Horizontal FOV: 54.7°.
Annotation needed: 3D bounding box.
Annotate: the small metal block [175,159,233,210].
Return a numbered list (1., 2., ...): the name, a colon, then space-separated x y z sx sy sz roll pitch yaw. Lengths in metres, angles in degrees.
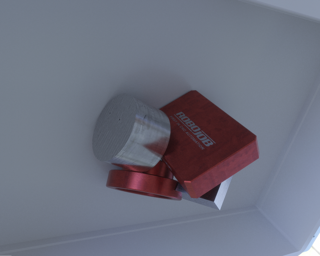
1. small metal block: 0.054 0.065 0.374 0.050 0.050 0.025 -62 142 -24

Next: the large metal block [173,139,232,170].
1. large metal block: 0.058 0.027 0.431 0.081 0.050 0.079 -14 129 -21

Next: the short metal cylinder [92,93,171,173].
1. short metal cylinder: -0.034 0.007 0.358 0.050 0.080 0.080 25 105 -37

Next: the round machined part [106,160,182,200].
1. round machined part: -0.017 0.065 0.404 0.099 0.098 0.042 22 71 -37

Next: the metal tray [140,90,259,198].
1. metal tray: 0.041 0.012 0.369 0.090 0.130 0.030 -31 130 -9
